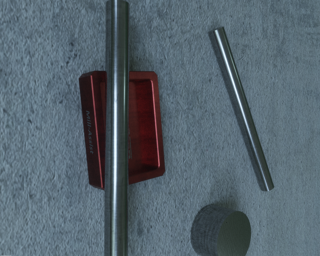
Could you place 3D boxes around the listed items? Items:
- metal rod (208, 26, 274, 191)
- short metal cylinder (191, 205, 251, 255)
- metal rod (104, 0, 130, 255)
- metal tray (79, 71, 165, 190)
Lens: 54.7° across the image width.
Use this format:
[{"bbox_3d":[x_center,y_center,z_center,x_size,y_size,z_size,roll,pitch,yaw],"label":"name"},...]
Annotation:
[{"bbox_3d":[0.142,-0.021,0.523,0.025,0.025,0.299,-36,112,-34],"label":"metal rod"},{"bbox_3d":[0.092,0.160,0.466,0.081,0.050,0.079,0,90,-40],"label":"short metal cylinder"},{"bbox_3d":[-0.045,0.019,0.326,0.025,0.025,0.298,0,90,-40],"label":"metal rod"},{"bbox_3d":[-0.042,0.000,0.366,0.091,0.030,0.129,-8,95,-40],"label":"metal tray"}]
